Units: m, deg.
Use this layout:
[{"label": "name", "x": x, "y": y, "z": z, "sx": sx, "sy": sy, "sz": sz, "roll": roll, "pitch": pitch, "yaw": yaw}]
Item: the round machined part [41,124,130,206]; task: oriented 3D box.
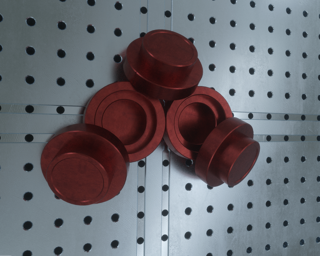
[{"label": "round machined part", "x": -0.086, "y": 0.048, "z": 0.348, "sx": 0.099, "sy": 0.042, "sz": 0.097, "roll": 2, "pitch": 115, "yaw": 4}]

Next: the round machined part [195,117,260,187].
[{"label": "round machined part", "x": 0.095, "y": 0.038, "z": 0.412, "sx": 0.099, "sy": 0.042, "sz": 0.097, "roll": -29, "pitch": 136, "yaw": -32}]

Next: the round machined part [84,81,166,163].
[{"label": "round machined part", "x": -0.046, "y": -0.007, "z": 0.386, "sx": 0.099, "sy": 0.042, "sz": 0.097, "roll": 0, "pitch": 90, "yaw": -21}]

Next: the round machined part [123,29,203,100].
[{"label": "round machined part", "x": 0.007, "y": -0.083, "z": 0.380, "sx": 0.099, "sy": 0.042, "sz": 0.098, "roll": 11, "pitch": 49, "yaw": -12}]

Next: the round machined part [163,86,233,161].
[{"label": "round machined part", "x": 0.046, "y": -0.006, "z": 0.422, "sx": 0.099, "sy": 0.042, "sz": 0.097, "roll": 0, "pitch": 90, "yaw": -21}]
